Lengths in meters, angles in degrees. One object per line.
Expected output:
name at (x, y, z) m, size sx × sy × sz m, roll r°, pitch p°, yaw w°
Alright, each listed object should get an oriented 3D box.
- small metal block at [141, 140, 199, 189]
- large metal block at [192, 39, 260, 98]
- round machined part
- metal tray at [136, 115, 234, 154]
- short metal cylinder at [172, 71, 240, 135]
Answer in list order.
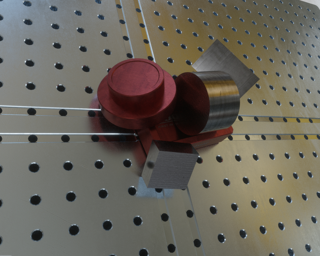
small metal block at (0.011, 0.044, 0.364) m, size 0.050 × 0.050 × 0.025 m, roll 7°, pitch 24°, yaw -24°
large metal block at (0.098, -0.083, 0.466) m, size 0.080 × 0.050 × 0.080 m, roll 44°, pitch 15°, yaw 1°
round machined part at (-0.029, -0.049, 0.383) m, size 0.099 × 0.042 × 0.098 m, roll -1°, pitch 51°, yaw 1°
metal tray at (0.029, -0.014, 0.427) m, size 0.131 × 0.030 × 0.090 m, roll -12°, pitch 68°, yaw -33°
short metal cylinder at (0.056, -0.033, 0.403) m, size 0.050 × 0.080 × 0.080 m, roll -9°, pitch 67°, yaw -33°
